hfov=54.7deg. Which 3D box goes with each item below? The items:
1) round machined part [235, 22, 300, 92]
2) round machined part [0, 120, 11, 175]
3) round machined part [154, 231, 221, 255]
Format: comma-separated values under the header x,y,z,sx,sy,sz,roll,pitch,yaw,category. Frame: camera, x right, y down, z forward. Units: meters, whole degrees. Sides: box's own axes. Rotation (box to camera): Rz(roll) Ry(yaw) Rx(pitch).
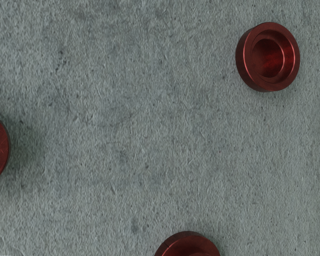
x,y,z,sx,sy,sz,roll,pitch,yaw,category
0.152,-0.101,0.456,0.099,0.042,0.097,0,90,-20,round machined part
-0.210,0.021,0.323,0.099,0.042,0.097,0,90,-20,round machined part
0.041,0.193,0.415,0.099,0.042,0.097,0,90,-20,round machined part
